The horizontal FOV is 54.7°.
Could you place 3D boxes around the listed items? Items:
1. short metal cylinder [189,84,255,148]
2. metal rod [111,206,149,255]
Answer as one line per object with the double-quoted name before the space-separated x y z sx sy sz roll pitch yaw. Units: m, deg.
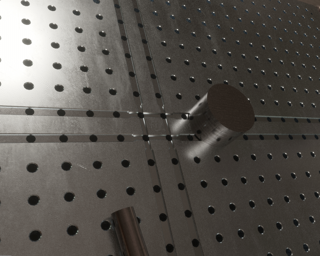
"short metal cylinder" 0.090 -0.018 0.454 0.081 0.050 0.080 14 56 -21
"metal rod" 0.011 0.219 0.281 0.025 0.025 0.299 -8 66 -32
